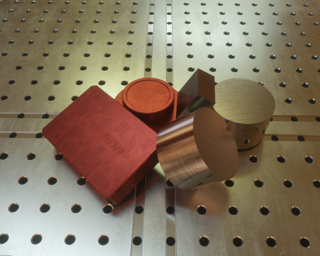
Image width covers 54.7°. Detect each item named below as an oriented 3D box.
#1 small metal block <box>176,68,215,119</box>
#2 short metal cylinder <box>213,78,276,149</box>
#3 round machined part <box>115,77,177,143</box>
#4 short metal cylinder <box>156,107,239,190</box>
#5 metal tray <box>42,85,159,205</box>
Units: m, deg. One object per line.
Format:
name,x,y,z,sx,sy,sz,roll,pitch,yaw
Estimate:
small metal block,0.045,-0.039,0.395,0.025,0.050,0.050,23,47,-18
short metal cylinder,0.102,-0.019,0.404,0.081,0.050,0.080,0,50,0
round machined part,-0.015,-0.031,0.417,0.099,0.042,0.098,0,50,0
short metal cylinder,0.042,0.023,0.339,0.050,0.080,0.080,-26,38,37
metal tray,-0.067,0.015,0.371,0.130,0.030,0.090,38,74,27
